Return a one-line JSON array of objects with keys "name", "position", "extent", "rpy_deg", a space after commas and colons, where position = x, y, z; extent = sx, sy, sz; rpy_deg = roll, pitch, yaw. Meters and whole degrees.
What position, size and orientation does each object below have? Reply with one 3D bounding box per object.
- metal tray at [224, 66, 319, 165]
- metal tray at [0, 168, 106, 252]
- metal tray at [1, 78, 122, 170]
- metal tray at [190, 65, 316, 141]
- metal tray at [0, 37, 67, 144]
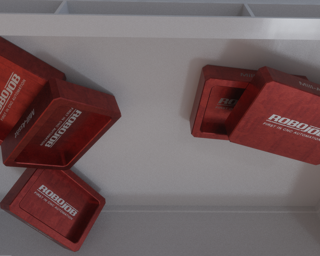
[{"name": "metal tray", "position": [0.154, -0.010, 0.359], "extent": [0.131, 0.030, 0.089], "rpy_deg": [15, 129, -13]}, {"name": "metal tray", "position": [-0.149, 0.110, 0.454], "extent": [0.030, 0.090, 0.130], "rpy_deg": [-5, 136, 41]}, {"name": "metal tray", "position": [-0.122, 0.003, 0.380], "extent": [0.091, 0.030, 0.130], "rpy_deg": [14, 133, -47]}, {"name": "metal tray", "position": [0.109, -0.025, 0.384], "extent": [0.131, 0.030, 0.089], "rpy_deg": [6, 130, -5]}, {"name": "metal tray", "position": [-0.185, -0.035, 0.373], "extent": [0.090, 0.030, 0.129], "rpy_deg": [30, 124, -24]}]
